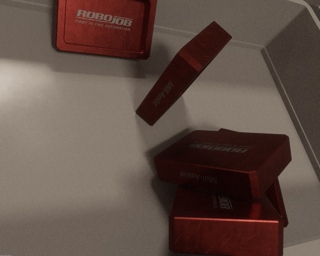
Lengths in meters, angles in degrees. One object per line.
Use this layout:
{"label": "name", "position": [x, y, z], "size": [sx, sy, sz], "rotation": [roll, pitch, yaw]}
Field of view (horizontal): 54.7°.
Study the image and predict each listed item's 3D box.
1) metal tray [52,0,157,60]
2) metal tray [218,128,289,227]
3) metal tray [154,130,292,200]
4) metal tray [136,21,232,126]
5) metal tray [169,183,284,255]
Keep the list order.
{"label": "metal tray", "position": [-0.073, -0.144, 0.416], "size": [0.131, 0.089, 0.030], "rotation": [0, 18, -29]}
{"label": "metal tray", "position": [0.118, 0.070, 0.425], "size": [0.091, 0.030, 0.130], "rotation": [12, 57, -22]}
{"label": "metal tray", "position": [0.069, 0.035, 0.356], "size": [0.091, 0.130, 0.030], "rotation": [-30, 113, -42]}
{"label": "metal tray", "position": [0.027, -0.066, 0.395], "size": [0.030, 0.129, 0.090], "rotation": [42, 51, 0]}
{"label": "metal tray", "position": [0.060, 0.083, 0.308], "size": [0.090, 0.130, 0.030], "rotation": [0, 94, 8]}
